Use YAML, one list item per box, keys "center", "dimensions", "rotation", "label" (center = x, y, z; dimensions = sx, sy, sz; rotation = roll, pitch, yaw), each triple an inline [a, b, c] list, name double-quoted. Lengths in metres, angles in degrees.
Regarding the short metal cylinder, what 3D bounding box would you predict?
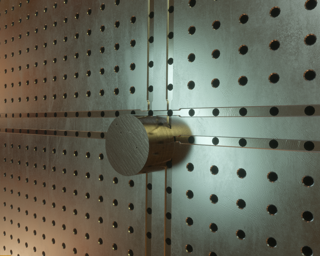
- center: [-0.028, 0.022, 0.417]
  dimensions: [0.080, 0.050, 0.080]
  rotation: [0, 90, 40]
  label: "short metal cylinder"
